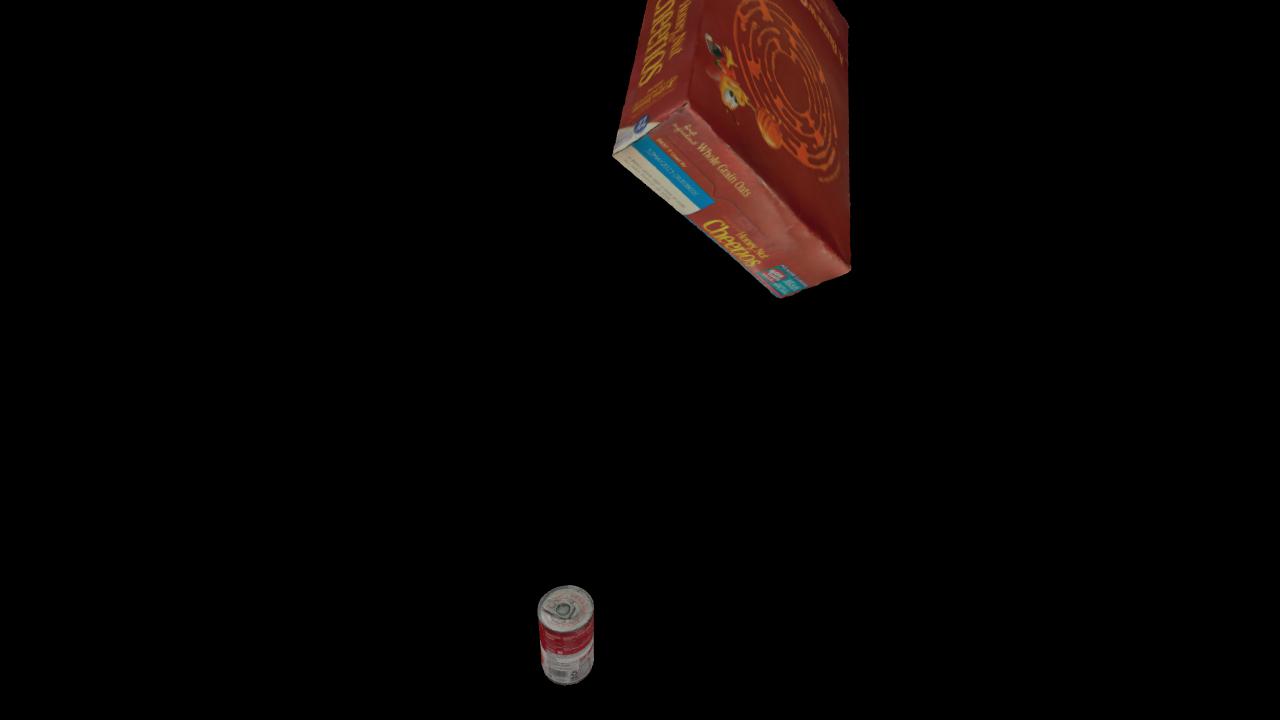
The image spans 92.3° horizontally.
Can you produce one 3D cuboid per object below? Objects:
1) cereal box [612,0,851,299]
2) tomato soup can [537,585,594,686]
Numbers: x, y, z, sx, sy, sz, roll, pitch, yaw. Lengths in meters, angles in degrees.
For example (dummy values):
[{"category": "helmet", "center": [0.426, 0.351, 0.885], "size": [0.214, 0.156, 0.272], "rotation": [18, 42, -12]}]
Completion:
[{"category": "cereal box", "center": [0.093, -0.231, 0.509], "size": [0.203, 0.306, 0.081], "rotation": [30, -33, -36]}, {"category": "tomato soup can", "center": [-0.089, 0.338, 0.753], "size": [0.068, 0.101, 0.068], "rotation": [1, 29, -1]}]
